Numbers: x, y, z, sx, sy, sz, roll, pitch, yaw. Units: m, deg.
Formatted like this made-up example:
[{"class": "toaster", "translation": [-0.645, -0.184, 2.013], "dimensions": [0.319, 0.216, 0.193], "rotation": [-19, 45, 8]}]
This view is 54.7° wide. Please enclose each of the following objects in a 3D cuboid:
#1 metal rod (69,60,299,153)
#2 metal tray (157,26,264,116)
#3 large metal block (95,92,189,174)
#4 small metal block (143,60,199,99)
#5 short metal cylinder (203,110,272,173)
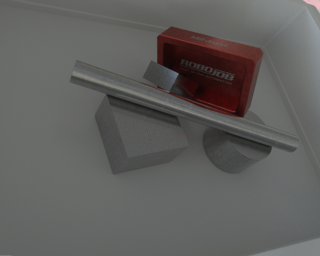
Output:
[{"class": "metal rod", "translation": [0.045, -0.019, 0.376], "dimensions": [0.302, 0.025, 0.025], "rotation": [17, 55, -19]}, {"class": "metal tray", "translation": [0.059, -0.073, 0.409], "dimensions": [0.130, 0.089, 0.030], "rotation": [22, 46, 22]}, {"class": "large metal block", "translation": [-0.024, 0.003, 0.375], "dimensions": [0.081, 0.050, 0.080], "rotation": [-8, 66, -32]}, {"class": "small metal block", "translation": [0.015, -0.062, 0.408], "dimensions": [0.050, 0.025, 0.050], "rotation": [34, 11, 36]}, {"class": "short metal cylinder", "translation": [0.109, 0.018, 0.438], "dimensions": [0.081, 0.050, 0.080], "rotation": [14, 56, -21]}]
